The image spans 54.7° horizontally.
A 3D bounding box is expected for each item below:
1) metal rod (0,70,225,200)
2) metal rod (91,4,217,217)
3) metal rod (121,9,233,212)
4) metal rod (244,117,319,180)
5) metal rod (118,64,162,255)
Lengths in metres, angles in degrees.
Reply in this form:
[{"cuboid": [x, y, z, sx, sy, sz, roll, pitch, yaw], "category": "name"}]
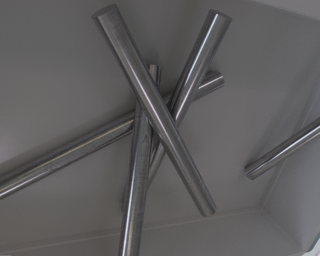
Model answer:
[{"cuboid": [-0.053, 0.002, 0.380, 0.302, 0.025, 0.025, -27, 128, -11], "category": "metal rod"}, {"cuboid": [0.009, 0.006, 0.355, 0.025, 0.025, 0.299, -33, 124, -7], "category": "metal rod"}, {"cuboid": [0.008, 0.003, 0.385, 0.025, 0.025, 0.298, 5, 125, -31], "category": "metal rod"}, {"cuboid": [0.246, -0.006, 0.464, 0.025, 0.025, 0.299, 17, 133, -35], "category": "metal rod"}, {"cuboid": [-0.028, 0.076, 0.363, 0.025, 0.025, 0.298, 6, 91, -31], "category": "metal rod"}]
